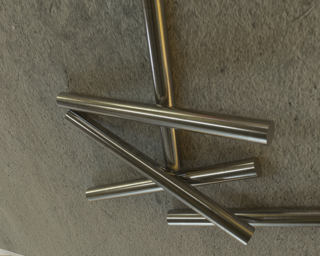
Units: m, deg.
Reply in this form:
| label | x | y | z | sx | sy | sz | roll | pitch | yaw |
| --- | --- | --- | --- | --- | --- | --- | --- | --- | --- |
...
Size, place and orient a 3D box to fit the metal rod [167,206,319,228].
| label | x | y | z | sx | sy | sz | roll | pitch | yaw |
| --- | --- | --- | --- | --- | --- | --- | --- | --- | --- |
| metal rod | 0.142 | 0.116 | 0.403 | 0.300 | 0.025 | 0.025 | -11 | 113 | 32 |

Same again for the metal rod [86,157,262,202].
| label | x | y | z | sx | sy | sz | roll | pitch | yaw |
| --- | --- | --- | --- | --- | --- | --- | --- | --- | --- |
| metal rod | -0.001 | 0.081 | 0.457 | 0.300 | 0.025 | 0.025 | -16 | 110 | 34 |

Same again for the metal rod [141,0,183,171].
| label | x | y | z | sx | sy | sz | roll | pitch | yaw |
| --- | --- | --- | --- | --- | --- | --- | --- | --- | --- |
| metal rod | 0.001 | -0.078 | 0.358 | 0.025 | 0.025 | 0.298 | 6 | 121 | 25 |

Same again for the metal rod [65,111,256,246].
| label | x | y | z | sx | sy | sz | roll | pitch | yaw |
| --- | --- | --- | --- | --- | --- | --- | --- | --- | --- |
| metal rod | -0.012 | 0.056 | 0.422 | 0.300 | 0.025 | 0.025 | 32 | 129 | 17 |

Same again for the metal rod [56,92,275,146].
| label | x | y | z | sx | sy | sz | roll | pitch | yaw |
| --- | --- | --- | --- | --- | --- | --- | --- | --- | --- |
| metal rod | -0.019 | -0.018 | 0.375 | 0.300 | 0.025 | 0.025 | 11 | 124 | 33 |
